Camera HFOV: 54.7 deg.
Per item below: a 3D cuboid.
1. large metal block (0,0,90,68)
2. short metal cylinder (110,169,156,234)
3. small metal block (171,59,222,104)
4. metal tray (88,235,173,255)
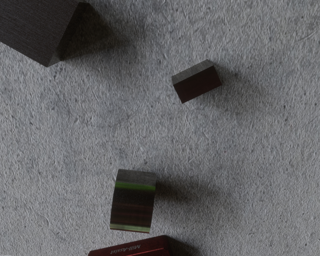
[{"bbox_3d":[-0.139,-0.127,0.348,0.080,0.050,0.080,30,107,-11],"label":"large metal block"},{"bbox_3d":[-0.035,0.097,0.416,0.050,0.080,0.079,7,110,-3],"label":"short metal cylinder"},{"bbox_3d":[0.043,-0.058,0.376,0.050,0.050,0.025,-25,108,9],"label":"small metal block"},{"bbox_3d":[-0.041,0.227,0.490,0.131,0.030,0.089,-14,110,5],"label":"metal tray"}]
